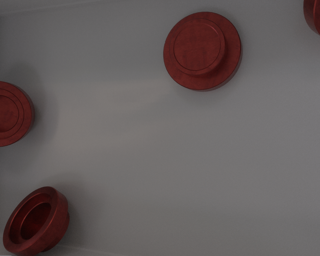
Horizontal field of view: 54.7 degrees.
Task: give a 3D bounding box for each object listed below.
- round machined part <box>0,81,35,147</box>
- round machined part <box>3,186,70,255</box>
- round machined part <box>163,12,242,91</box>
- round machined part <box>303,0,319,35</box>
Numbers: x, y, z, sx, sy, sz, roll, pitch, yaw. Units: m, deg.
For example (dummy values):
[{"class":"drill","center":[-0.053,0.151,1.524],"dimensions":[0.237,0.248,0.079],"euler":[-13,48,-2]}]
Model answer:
[{"class":"round machined part","center":[-0.242,-0.022,0.473],"dimensions":[0.099,0.042,0.097],"euler":[-1,95,-9]},{"class":"round machined part","center":[-0.170,0.137,0.444],"dimensions":[0.098,0.042,0.098],"euler":[-22,40,20]},{"class":"round machined part","center":[0.050,-0.096,0.384],"dimensions":[0.098,0.042,0.097],"euler":[0,90,20]},{"class":"round machined part","center":[0.193,-0.140,0.315],"dimensions":[0.098,0.098,0.042],"euler":[-35,36,16]}]
